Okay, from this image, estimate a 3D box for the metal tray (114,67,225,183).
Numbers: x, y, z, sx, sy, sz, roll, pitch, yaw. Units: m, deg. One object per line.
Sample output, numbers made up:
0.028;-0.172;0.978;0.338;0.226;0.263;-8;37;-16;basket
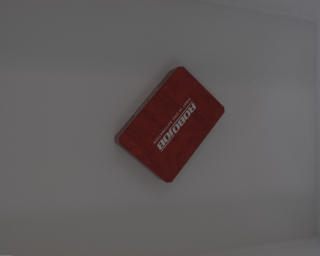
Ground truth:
0.015;-0.005;0.413;0.090;0.030;0.130;42;77;-15;metal tray
